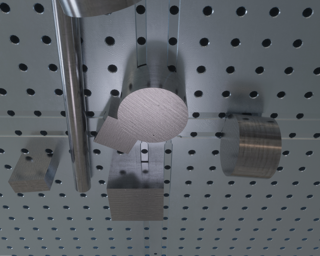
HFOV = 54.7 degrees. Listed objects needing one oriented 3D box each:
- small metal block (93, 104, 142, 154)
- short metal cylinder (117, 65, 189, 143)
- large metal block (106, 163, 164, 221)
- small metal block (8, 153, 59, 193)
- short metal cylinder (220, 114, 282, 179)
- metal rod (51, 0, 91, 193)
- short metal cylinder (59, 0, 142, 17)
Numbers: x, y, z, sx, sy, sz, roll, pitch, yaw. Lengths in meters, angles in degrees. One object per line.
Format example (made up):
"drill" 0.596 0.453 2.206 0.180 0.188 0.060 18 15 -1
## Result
"small metal block" -0.054 0.002 0.413 0.050 0.025 0.050 22 127 -18
"short metal cylinder" -0.008 -0.028 0.371 0.081 0.050 0.079 0 130 0
"large metal block" -0.035 0.099 0.479 0.081 0.050 0.079 0 130 0
"small metal block" -0.181 0.065 0.449 0.050 0.050 0.025 -5 130 4
"short metal cylinder" 0.113 0.024 0.397 0.050 0.080 0.079 5 130 -4
"metal rod" -0.107 -0.021 0.392 0.025 0.025 0.298 4 130 -4
"short metal cylinder" -0.052 -0.134 0.261 0.080 0.080 0.050 -8 130 7
